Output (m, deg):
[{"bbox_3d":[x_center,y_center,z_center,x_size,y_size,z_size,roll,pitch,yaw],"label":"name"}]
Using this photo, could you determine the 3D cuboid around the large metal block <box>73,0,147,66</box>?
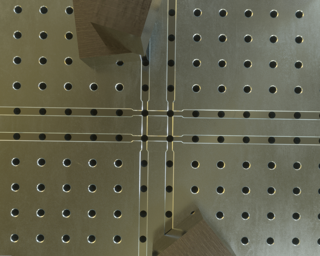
[{"bbox_3d":[-0.062,-0.128,0.400,0.080,0.050,0.080,-7,90,0],"label":"large metal block"}]

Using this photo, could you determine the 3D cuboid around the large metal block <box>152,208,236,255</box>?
[{"bbox_3d":[0.047,0.166,0.401,0.080,0.050,0.080,-39,90,0],"label":"large metal block"}]

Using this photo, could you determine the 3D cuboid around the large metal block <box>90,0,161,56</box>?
[{"bbox_3d":[-0.031,-0.132,0.336,0.050,0.080,0.080,17,90,0],"label":"large metal block"}]
